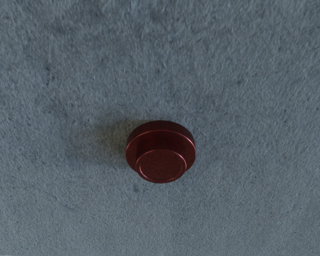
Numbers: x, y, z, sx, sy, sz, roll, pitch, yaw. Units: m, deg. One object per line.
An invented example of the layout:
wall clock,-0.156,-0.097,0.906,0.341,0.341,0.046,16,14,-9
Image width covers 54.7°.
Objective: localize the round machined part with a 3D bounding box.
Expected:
round machined part,0.001,0.040,0.430,0.099,0.042,0.097,-1,130,0
